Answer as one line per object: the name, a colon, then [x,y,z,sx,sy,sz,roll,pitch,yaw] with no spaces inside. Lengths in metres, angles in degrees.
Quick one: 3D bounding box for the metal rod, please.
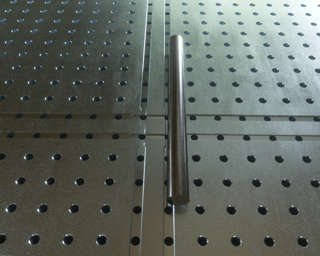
metal rod: [0.024,-0.035,0.437,0.025,0.025,0.300,1,50,1]
